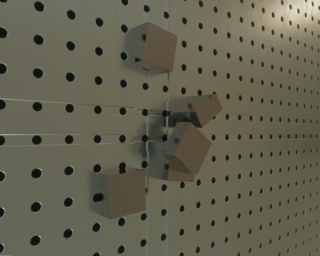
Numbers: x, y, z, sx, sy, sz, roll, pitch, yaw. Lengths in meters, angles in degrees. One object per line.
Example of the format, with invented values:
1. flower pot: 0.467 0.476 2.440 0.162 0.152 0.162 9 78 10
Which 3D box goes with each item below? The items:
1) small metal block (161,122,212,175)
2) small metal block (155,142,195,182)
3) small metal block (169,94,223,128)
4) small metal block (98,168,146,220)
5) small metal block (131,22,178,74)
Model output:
1. small metal block: 0.036 0.027 0.409 0.050 0.025 0.050 42 64 -32
2. small metal block: 0.024 0.048 0.431 0.050 0.025 0.050 11 83 -40
3. small metal block: 0.051 -0.024 0.438 0.050 0.050 0.025 -38 114 -34
4. small metal block: -0.045 0.077 0.373 0.050 0.025 0.050 -3 92 -40
5. small metal block: -0.007 -0.103 0.405 0.050 0.025 0.050 13 82 -40
